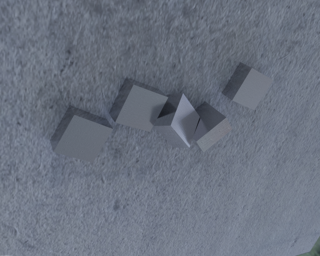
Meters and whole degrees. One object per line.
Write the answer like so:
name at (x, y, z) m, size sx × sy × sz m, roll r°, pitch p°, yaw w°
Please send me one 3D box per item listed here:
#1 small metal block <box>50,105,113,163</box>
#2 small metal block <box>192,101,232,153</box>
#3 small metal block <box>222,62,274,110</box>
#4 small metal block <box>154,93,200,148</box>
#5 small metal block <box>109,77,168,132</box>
small metal block at (-0.092, 0.008, 0.363) m, size 0.050 × 0.025 × 0.050 m, roll 23°, pitch 106°, yaw -37°
small metal block at (0.061, -0.002, 0.424) m, size 0.050 × 0.050 × 0.025 m, roll -39°, pitch 130°, yaw -3°
small metal block at (0.125, -0.059, 0.441) m, size 0.050 × 0.025 × 0.050 m, roll 17°, pitch 109°, yaw -35°
small metal block at (0.023, -0.009, 0.399) m, size 0.050 × 0.025 × 0.050 m, roll 49°, pitch 51°, yaw -41°
small metal block at (-0.026, -0.028, 0.377) m, size 0.050 × 0.025 × 0.050 m, roll 16°, pitch 110°, yaw -35°
